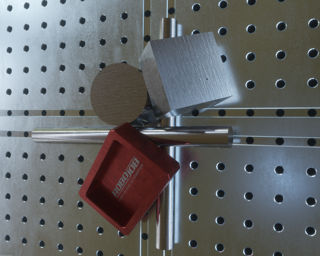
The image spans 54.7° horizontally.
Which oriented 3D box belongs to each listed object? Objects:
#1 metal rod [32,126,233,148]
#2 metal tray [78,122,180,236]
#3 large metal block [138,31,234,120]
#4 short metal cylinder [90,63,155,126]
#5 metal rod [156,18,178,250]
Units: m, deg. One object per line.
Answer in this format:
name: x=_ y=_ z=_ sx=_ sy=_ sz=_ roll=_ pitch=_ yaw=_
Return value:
metal rod: x=-0.055 y=0.011 z=0.414 sx=0.300 sy=0.025 sz=0.025 roll=0 pitch=90 yaw=27
metal tray: x=-0.044 y=0.068 z=0.398 sx=0.090 sy=0.030 sz=0.129 roll=38 pitch=123 yaw=10
large metal block: x=0.029 y=-0.061 z=0.368 sx=0.081 sy=0.050 sz=0.080 roll=-15 pitch=84 yaw=-21
short metal cylinder: x=-0.045 y=-0.043 z=0.415 sx=0.080 sy=0.050 sz=0.079 roll=0 pitch=90 yaw=20
metal rod: x=0.009 y=0.008 z=0.409 sx=0.025 sy=0.025 sz=0.298 roll=1 pitch=91 yaw=20
